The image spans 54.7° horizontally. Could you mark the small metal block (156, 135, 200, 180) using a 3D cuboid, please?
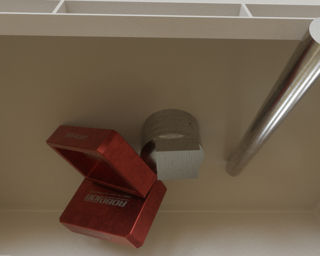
[{"bbox_3d":[0.021,0.037,0.375,0.050,0.025,0.050,-2,130,1],"label":"small metal block"}]

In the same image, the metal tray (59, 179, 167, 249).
[{"bbox_3d":[-0.065,0.104,0.422,0.130,0.090,0.030,-2,136,35],"label":"metal tray"}]

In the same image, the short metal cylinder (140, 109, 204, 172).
[{"bbox_3d":[0.015,0.021,0.411,0.081,0.050,0.079,-1,130,0],"label":"short metal cylinder"}]

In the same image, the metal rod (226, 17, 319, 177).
[{"bbox_3d":[0.108,0.001,0.329,0.025,0.025,0.299,-1,156,1],"label":"metal rod"}]

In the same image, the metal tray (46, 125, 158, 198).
[{"bbox_3d":[-0.076,0.039,0.390,0.130,0.030,0.090,4,141,46],"label":"metal tray"}]
